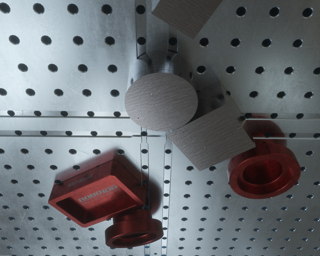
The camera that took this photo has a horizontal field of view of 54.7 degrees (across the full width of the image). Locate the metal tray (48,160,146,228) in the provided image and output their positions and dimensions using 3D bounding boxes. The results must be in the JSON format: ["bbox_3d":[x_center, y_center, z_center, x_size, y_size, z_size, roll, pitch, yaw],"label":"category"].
[{"bbox_3d":[-0.100,0.110,0.500,0.130,0.030,0.090,-25,126,19],"label":"metal tray"}]

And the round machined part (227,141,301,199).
[{"bbox_3d":[0.147,0.057,0.450,0.099,0.042,0.097,0,130,0],"label":"round machined part"}]

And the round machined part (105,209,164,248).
[{"bbox_3d":[-0.045,0.171,0.534,0.099,0.042,0.098,-8,147,-5],"label":"round machined part"}]

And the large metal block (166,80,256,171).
[{"bbox_3d":[0.063,0.000,0.395,0.080,0.050,0.080,-28,125,21],"label":"large metal block"}]

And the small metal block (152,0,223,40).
[{"bbox_3d":[0.027,-0.125,0.305,0.050,0.025,0.050,26,126,-21],"label":"small metal block"}]

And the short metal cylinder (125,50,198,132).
[{"bbox_3d":[0.001,-0.042,0.359,0.081,0.050,0.079,0,130,0],"label":"short metal cylinder"}]
